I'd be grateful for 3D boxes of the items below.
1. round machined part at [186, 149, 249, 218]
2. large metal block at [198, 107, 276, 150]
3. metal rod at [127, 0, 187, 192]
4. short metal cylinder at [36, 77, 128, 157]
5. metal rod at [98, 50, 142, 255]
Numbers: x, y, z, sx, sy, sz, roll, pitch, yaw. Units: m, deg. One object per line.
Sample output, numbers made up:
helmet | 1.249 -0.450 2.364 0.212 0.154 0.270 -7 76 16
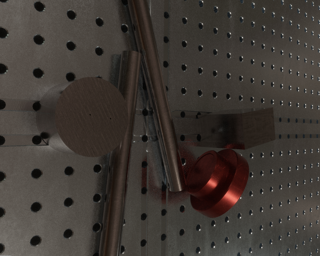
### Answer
round machined part | 0.072 0.070 0.429 0.042 0.098 0.098 34 68 -15
large metal block | 0.117 -0.001 0.474 0.081 0.080 0.050 -11 97 -40
metal rod | -0.007 -0.060 0.405 0.025 0.025 0.298 -21 103 -38
short metal cylinder | -0.081 -0.011 0.326 0.081 0.050 0.079 0 90 -40
metal rod | -0.050 0.057 0.369 0.025 0.025 0.298 10 84 -40
